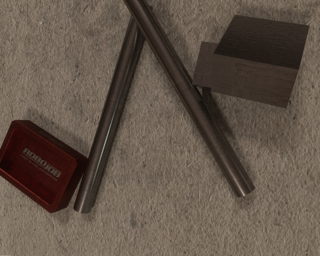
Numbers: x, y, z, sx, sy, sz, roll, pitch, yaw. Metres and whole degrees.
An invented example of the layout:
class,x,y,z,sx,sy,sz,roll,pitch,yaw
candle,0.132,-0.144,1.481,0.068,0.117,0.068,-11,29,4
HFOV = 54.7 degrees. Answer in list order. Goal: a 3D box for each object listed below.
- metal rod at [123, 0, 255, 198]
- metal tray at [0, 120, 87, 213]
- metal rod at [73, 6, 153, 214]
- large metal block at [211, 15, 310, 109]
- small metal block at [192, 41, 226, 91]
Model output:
class,x,y,z,sx,sy,sz,roll,pitch,yaw
metal rod,0.030,-0.052,0.382,0.025,0.025,0.299,-31,86,17
metal tray,-0.182,0.055,0.468,0.130,0.030,0.090,29,99,17
metal rod,-0.067,-0.024,0.431,0.025,0.025,0.298,20,96,18
large metal block,0.108,-0.075,0.336,0.080,0.050,0.080,16,52,18
small metal block,0.062,-0.072,0.373,0.025,0.050,0.050,14,95,21
